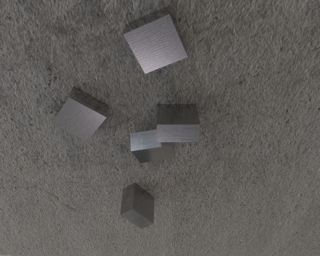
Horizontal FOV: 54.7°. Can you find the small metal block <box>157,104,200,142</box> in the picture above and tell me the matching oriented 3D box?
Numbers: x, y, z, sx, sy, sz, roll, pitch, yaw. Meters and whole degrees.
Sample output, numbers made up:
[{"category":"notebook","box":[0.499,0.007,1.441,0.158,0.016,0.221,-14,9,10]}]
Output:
[{"category":"small metal block","box":[0.021,-0.007,0.383,0.050,0.050,0.025,0,123,0]}]

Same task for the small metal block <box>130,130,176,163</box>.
[{"category":"small metal block","box":[-0.009,0.024,0.416,0.050,0.025,0.050,-9,155,7]}]

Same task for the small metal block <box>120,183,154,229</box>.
[{"category":"small metal block","box":[-0.035,0.125,0.497,0.025,0.050,0.050,-31,124,23]}]

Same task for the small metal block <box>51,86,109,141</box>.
[{"category":"small metal block","box":[-0.101,-0.017,0.392,0.050,0.025,0.050,30,124,-23]}]

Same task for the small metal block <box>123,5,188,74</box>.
[{"category":"small metal block","box":[-0.004,-0.092,0.328,0.050,0.025,0.050,-19,128,15]}]
